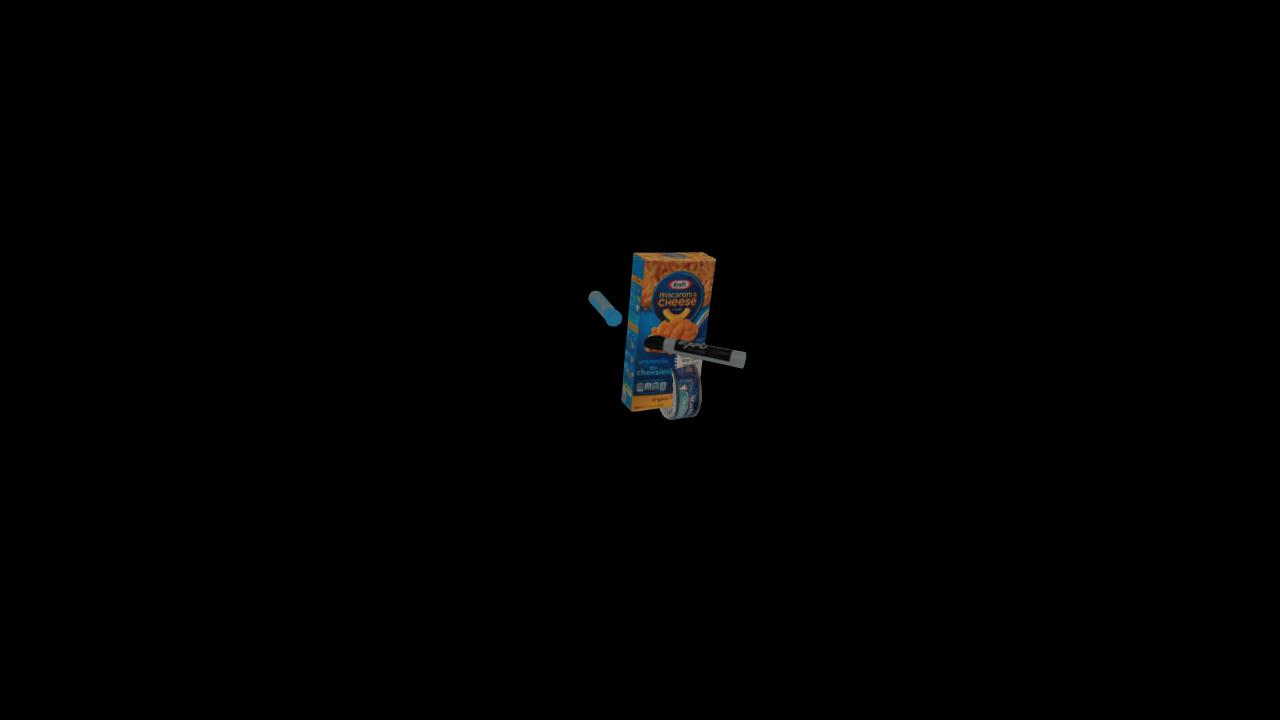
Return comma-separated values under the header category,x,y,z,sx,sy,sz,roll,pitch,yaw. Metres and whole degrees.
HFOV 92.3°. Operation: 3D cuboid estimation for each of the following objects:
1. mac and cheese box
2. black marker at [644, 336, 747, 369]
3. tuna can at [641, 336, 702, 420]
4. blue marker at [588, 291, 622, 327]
category,x,y,z,sx,sy,sz,roll,pitch,yaw
mac and cheese box,0.032,-0.033,0.727,0.093,0.184,0.041,-4,23,-22
black marker,0.058,-0.012,0.693,0.121,0.020,0.020,12,3,15
tuna can,0.045,0.032,0.764,0.034,0.084,0.084,-7,2,-18
blue marker,-0.042,-0.062,0.730,0.020,0.020,0.121,0,17,-15
